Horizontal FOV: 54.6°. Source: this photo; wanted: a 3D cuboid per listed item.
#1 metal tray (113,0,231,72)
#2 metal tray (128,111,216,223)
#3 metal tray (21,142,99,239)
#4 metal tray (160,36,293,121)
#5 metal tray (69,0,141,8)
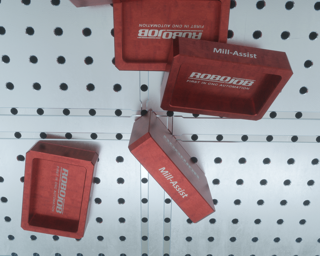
[{"bbox_3d":[0.013,-0.114,0.368,0.131,0.030,0.089,1,110,-1],"label":"metal tray"},{"bbox_3d":[0.016,0.047,0.395,0.030,0.090,0.130,-36,106,12],"label":"metal tray"},{"bbox_3d":[-0.144,0.091,0.443,0.090,0.030,0.129,11,110,-4],"label":"metal tray"},{"bbox_3d":[0.072,-0.053,0.362,0.131,0.030,0.090,6,143,-8],"label":"metal tray"},{"bbox_3d":[-0.058,-0.199,0.318,0.090,0.030,0.129,-6,94,2],"label":"metal tray"}]
